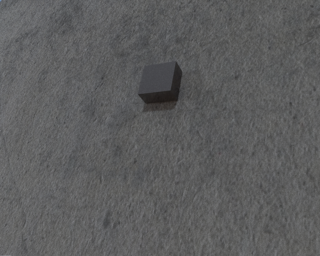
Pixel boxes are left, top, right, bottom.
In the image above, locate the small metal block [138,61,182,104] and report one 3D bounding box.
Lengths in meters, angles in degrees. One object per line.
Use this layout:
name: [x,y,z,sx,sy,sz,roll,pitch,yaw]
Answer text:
small metal block: [0.001,-0.064,0.442,0.050,0.025,0.050,-3,60,26]
